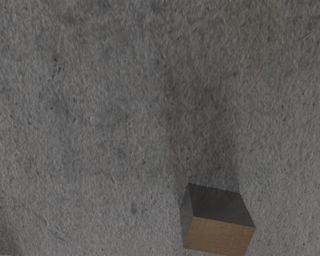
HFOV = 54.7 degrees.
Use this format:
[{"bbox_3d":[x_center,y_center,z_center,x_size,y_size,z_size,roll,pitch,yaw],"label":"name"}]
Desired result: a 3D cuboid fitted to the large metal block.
[{"bbox_3d":[0.075,0.125,0.428,0.081,0.080,0.050,12,110,-5],"label":"large metal block"}]
